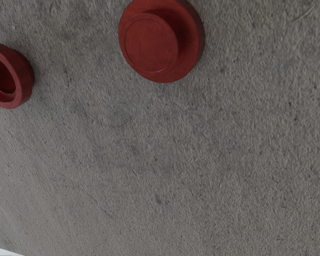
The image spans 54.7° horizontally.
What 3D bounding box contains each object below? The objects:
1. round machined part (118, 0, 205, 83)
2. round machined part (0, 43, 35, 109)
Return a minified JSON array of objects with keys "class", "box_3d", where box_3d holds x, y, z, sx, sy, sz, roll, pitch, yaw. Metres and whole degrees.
[{"class":"round machined part","box_3d":[-0.004,-0.095,0.339,0.098,0.042,0.097,13,124,21]},{"class":"round machined part","box_3d":[-0.231,-0.081,0.468,0.098,0.042,0.097,13,124,21]}]
